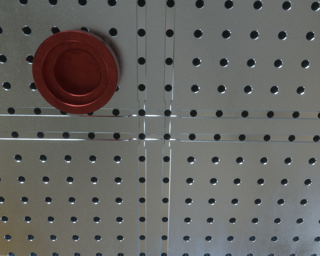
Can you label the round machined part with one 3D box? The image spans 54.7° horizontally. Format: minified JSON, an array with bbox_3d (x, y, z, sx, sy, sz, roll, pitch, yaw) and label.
[{"bbox_3d":[-0.098,-0.069,0.377,0.099,0.042,0.097,0,110,-1],"label":"round machined part"}]
